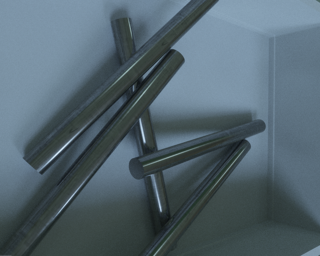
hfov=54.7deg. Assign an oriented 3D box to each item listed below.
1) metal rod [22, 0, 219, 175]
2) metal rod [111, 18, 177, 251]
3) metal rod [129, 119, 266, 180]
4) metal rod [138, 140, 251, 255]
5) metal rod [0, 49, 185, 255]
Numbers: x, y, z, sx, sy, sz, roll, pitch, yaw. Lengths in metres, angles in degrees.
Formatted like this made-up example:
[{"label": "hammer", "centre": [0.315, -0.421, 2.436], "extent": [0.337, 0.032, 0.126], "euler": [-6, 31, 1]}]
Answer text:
[{"label": "metal rod", "centre": [-0.029, -0.068, 0.352], "extent": [0.301, 0.025, 0.025], "euler": [-48, 119, -19]}, {"label": "metal rod", "centre": [-0.018, 0.016, 0.393], "extent": [0.025, 0.025, 0.298], "euler": [-19, 102, -39]}, {"label": "metal rod", "centre": [0.077, 0.021, 0.453], "extent": [0.302, 0.025, 0.025], "euler": [-13, 99, -45]}, {"label": "metal rod", "centre": [0.055, 0.098, 0.430], "extent": [0.302, 0.025, 0.025], "euler": [-38, 114, -42]}, {"label": "metal rod", "centre": [-0.066, 0.025, 0.332], "extent": [0.025, 0.025, 0.300], "euler": [49, 67, -29]}]
